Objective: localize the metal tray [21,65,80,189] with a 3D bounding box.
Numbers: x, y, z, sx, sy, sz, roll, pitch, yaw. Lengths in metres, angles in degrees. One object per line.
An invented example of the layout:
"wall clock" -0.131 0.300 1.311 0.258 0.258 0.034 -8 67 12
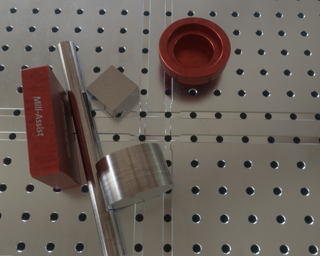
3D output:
"metal tray" -0.130 0.002 0.374 0.030 0.090 0.129 -12 71 -5

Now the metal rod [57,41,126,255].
"metal rod" -0.095 0.015 0.405 0.025 0.025 0.299 -16 71 -6

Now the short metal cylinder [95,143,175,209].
"short metal cylinder" -0.029 0.057 0.361 0.081 0.080 0.050 -18 71 -7

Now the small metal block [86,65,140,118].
"small metal block" -0.065 -0.051 0.429 0.050 0.025 0.050 40 74 13

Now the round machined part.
"round machined part" 0.047 -0.105 0.442 0.099 0.042 0.098 0 70 -1
